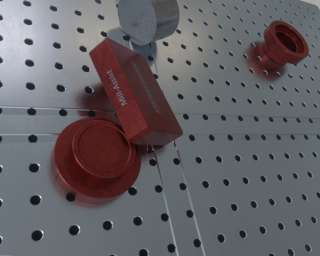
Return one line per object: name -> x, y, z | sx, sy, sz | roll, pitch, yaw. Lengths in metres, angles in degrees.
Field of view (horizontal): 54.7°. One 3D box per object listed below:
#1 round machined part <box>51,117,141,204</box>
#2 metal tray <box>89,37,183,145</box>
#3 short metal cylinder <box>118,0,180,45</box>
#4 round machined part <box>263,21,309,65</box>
round machined part -> -0.066, 0.030, 0.343 | 0.099, 0.042, 0.098 | 14, 56, -21
metal tray -> -0.028, -0.042, 0.388 | 0.090, 0.030, 0.130 | 9, 52, -62
short metal cylinder -> -0.018, -0.171, 0.468 | 0.050, 0.080, 0.080 | -32, 80, -38
round machined part -> 0.252, -0.170, 0.637 | 0.099, 0.042, 0.098 | 14, 56, -21
